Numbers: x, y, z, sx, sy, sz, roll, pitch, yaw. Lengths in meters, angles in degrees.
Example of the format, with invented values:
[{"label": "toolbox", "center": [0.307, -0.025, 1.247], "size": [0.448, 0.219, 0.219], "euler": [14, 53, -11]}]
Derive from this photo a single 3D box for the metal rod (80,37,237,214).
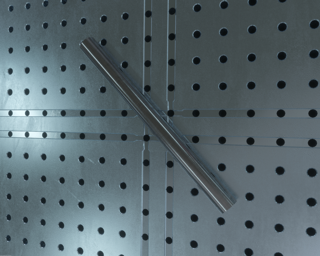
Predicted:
[{"label": "metal rod", "center": [-0.010, -0.012, 0.417], "size": [0.025, 0.025, 0.300], "euler": [-44, 76, 15]}]
